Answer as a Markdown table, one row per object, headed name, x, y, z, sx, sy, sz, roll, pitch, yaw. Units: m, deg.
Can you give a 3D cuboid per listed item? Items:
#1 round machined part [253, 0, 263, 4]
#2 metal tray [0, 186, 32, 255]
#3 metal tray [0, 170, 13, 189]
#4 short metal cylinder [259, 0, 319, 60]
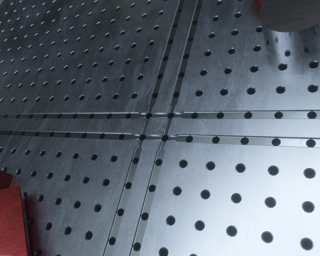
| name | x | y | z | sx | sy | sz | roll | pitch | yaw |
| --- | --- | --- | --- | --- | --- | --- | --- | --- | --- |
| round machined part | 0.173 | -0.206 | 0.432 | 0.098 | 0.042 | 0.098 | -13 | 55 | 20 |
| metal tray | -0.220 | 0.146 | 0.401 | 0.091 | 0.030 | 0.130 | -13 | 50 | -18 |
| metal tray | -0.293 | 0.128 | 0.477 | 0.090 | 0.030 | 0.130 | -3 | 60 | 26 |
| short metal cylinder | 0.169 | -0.132 | 0.384 | 0.080 | 0.050 | 0.080 | -13 | 57 | 21 |
